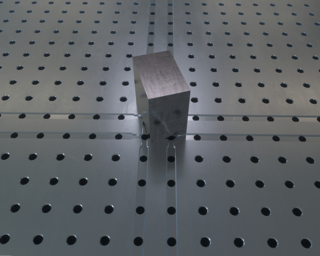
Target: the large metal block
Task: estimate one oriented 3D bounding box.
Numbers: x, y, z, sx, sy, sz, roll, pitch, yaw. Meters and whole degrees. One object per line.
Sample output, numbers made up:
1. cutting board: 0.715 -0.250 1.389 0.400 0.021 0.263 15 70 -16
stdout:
1. large metal block: 0.000 -0.042 0.407 0.050 0.080 0.080 -13 51 -10
